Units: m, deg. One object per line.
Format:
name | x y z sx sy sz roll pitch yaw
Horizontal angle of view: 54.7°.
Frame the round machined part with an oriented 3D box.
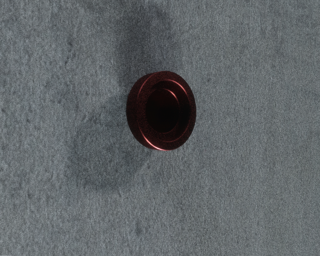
round machined part | -0.003 -0.021 0.393 0.099 0.042 0.097 0 90 -40
